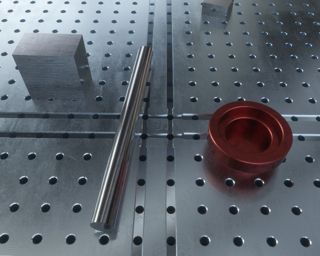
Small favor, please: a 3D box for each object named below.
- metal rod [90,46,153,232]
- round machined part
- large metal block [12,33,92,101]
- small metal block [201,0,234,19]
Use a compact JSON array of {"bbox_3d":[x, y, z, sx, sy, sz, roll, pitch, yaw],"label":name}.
[{"bbox_3d":[-0.042,-0.011,0.416,0.025,0.025,0.300,5,50,4],"label":"metal rod"},{"bbox_3d":[0.108,0.015,0.385,0.099,0.042,0.098,0,50,0],"label":"round machined part"},{"bbox_3d":[-0.149,-0.086,0.443,0.080,0.080,0.050,2,50,2],"label":"large metal block"},{"bbox_3d":[0.115,-0.244,0.614,0.050,0.025,0.050,18,52,14],"label":"small metal block"}]
